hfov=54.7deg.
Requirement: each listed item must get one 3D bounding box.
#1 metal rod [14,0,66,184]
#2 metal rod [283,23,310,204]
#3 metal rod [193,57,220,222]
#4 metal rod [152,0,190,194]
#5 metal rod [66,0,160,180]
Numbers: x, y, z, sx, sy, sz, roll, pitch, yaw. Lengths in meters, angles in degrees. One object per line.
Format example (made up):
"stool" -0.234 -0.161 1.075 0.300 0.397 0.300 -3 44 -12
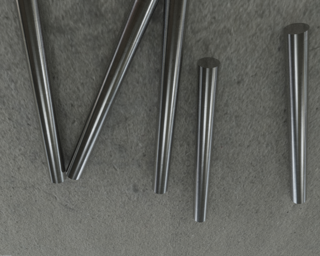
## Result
"metal rod" -0.139 -0.039 0.372 0.025 0.025 0.298 4 130 -4
"metal rod" 0.184 0.005 0.414 0.025 0.025 0.299 -13 129 10
"metal rod" 0.062 0.040 0.442 0.025 0.025 0.298 -3 130 2
"metal rod" 0.009 -0.019 0.390 0.025 0.025 0.298 2 130 -2
"metal rod" -0.066 -0.036 0.375 0.025 0.025 0.298 19 128 -16
